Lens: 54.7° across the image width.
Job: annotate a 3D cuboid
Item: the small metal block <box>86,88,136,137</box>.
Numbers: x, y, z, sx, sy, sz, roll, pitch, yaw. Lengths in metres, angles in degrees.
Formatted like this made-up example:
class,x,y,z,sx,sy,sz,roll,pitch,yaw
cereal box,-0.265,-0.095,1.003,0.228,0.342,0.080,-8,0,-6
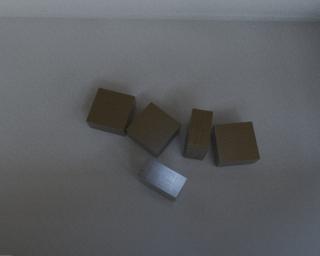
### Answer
class,x,y,z,sx,sy,sz,roll,pitch,yaw
small metal block,-0.064,-0.021,0.414,0.050,0.025,0.050,14,71,5

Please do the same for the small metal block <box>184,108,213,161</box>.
class,x,y,z,sx,sy,sz,roll,pitch,yaw
small metal block,0.048,0.009,0.392,0.025,0.050,0.050,9,70,2

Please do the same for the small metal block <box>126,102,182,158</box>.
class,x,y,z,sx,sy,sz,roll,pitch,yaw
small metal block,-0.008,0.003,0.406,0.050,0.025,0.050,37,74,12

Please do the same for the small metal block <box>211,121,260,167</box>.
class,x,y,z,sx,sy,sz,roll,pitch,yaw
small metal block,0.096,0.021,0.401,0.050,0.025,0.050,-5,70,-3

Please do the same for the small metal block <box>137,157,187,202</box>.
class,x,y,z,sx,sy,sz,roll,pitch,yaw
small metal block,0.002,0.063,0.371,0.050,0.050,0.025,29,74,9
